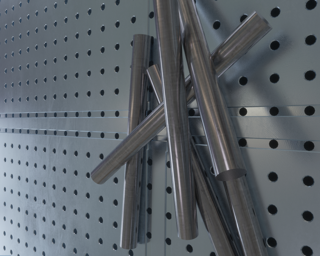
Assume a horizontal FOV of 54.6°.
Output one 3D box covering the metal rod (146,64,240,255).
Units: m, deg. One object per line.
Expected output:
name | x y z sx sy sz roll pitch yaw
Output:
metal rod | 0.043 0.056 0.374 0.025 0.025 0.299 -32 70 35

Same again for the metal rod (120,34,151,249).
metal rod | -0.035 0.021 0.439 0.025 0.025 0.298 7 94 40

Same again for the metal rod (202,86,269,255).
metal rod | 0.087 0.079 0.337 0.025 0.025 0.299 -23 76 38

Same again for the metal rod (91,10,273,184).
metal rod | 0.005 -0.017 0.372 0.299 0.025 0.025 -43 64 31

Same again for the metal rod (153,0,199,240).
metal rod | 0.017 -0.020 0.333 0.025 0.025 0.298 4 106 40

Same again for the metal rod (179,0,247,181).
metal rod | 0.036 -0.089 0.323 0.025 0.025 0.299 -34 51 35
